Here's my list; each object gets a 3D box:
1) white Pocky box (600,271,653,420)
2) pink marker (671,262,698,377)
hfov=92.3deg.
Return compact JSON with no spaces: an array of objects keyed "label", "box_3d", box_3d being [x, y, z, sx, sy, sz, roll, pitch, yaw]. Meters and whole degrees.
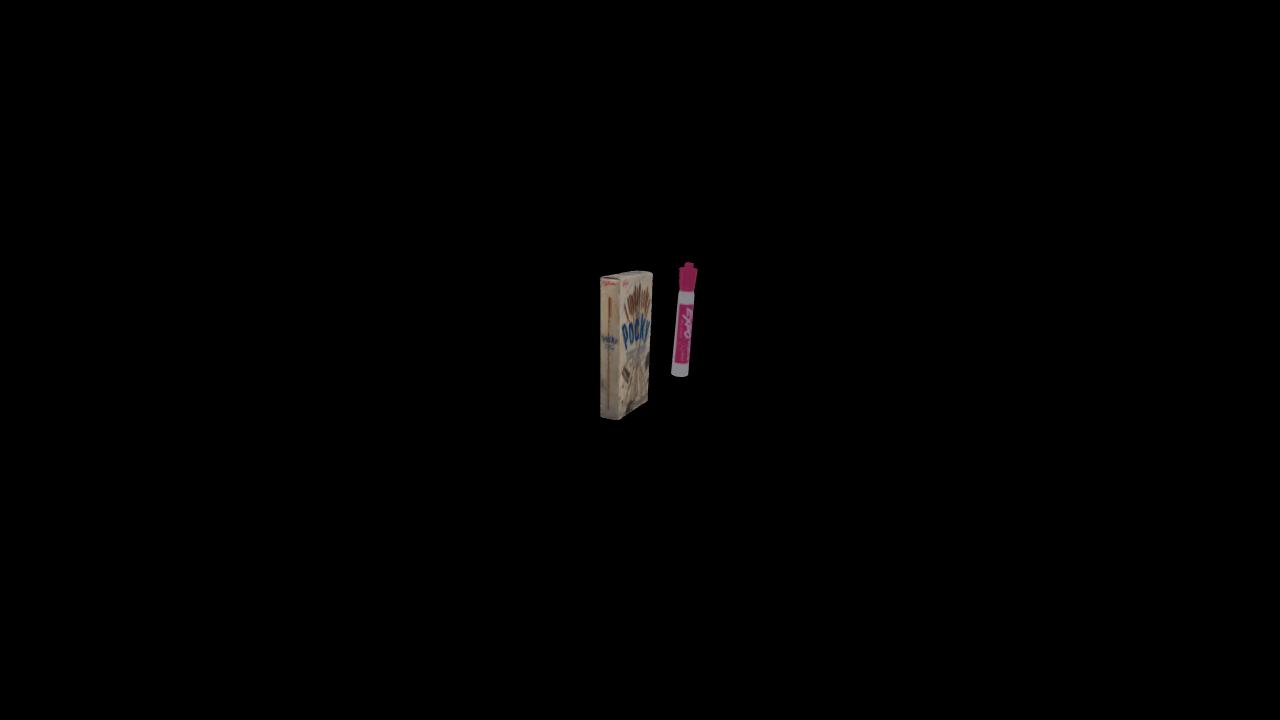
[{"label":"white Pocky box","box_3d":[-0.016,-0.018,0.680,0.028,0.154,0.084,8,15,24]},{"label":"pink marker","box_3d":[0.046,-0.042,0.645,0.020,0.121,0.020,3,19,-1]}]
